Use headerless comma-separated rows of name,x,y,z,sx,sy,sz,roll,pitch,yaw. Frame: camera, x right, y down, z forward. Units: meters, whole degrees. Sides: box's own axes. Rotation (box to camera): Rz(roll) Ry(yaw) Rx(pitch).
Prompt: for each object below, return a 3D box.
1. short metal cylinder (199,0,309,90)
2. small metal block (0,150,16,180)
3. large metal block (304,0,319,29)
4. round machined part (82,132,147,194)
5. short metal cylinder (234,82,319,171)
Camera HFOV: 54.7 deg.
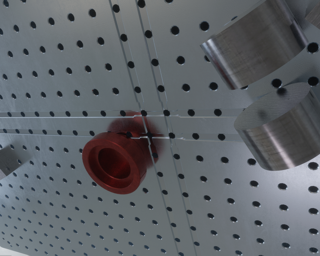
short metal cylinder,0.084,-0.078,0.283,0.080,0.080,0.050,-28,103,37
small metal block,-0.332,0.079,0.635,0.050,0.025,0.050,-26,104,37
large metal block,0.176,-0.101,0.240,0.080,0.050,0.080,37,129,3
round machined part,-0.063,0.048,0.463,0.098,0.042,0.097,13,124,21
short metal cylinder,0.122,-0.002,0.310,0.080,0.080,0.050,-27,104,37
